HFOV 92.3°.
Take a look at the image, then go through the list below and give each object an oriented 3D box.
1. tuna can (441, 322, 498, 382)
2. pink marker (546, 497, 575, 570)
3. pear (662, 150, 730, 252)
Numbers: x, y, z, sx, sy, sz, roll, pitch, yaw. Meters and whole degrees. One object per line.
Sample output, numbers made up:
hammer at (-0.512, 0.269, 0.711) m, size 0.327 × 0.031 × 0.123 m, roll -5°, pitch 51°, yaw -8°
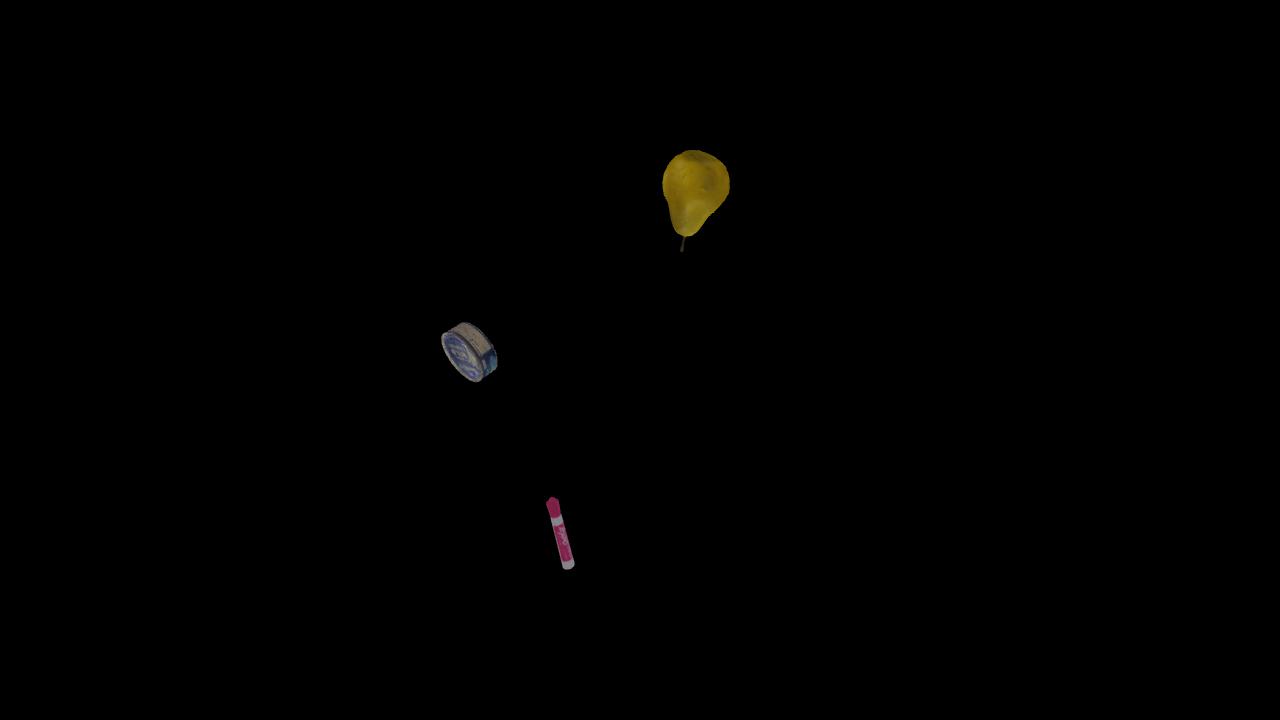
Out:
tuna can at (-0.242, -0.012, 0.875) m, size 0.084 × 0.084 × 0.034 m, roll 0°, pitch 32°, yaw 47°
pink marker at (-0.118, 0.255, 0.906) m, size 0.020 × 0.121 × 0.020 m, roll -9°, pitch 21°, yaw 3°
pear at (0.060, -0.186, 0.724) m, size 0.080 × 0.111 × 0.080 m, roll 12°, pitch 35°, yaw -9°
